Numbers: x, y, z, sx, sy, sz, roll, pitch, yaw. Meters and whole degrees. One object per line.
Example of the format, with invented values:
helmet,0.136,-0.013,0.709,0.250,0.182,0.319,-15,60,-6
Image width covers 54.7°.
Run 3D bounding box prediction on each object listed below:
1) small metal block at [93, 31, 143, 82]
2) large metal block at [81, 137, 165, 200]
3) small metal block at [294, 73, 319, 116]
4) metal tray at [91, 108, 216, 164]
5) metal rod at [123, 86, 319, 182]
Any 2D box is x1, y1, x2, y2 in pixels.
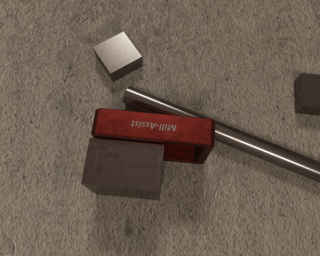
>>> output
small metal block,-0.060,-0.102,0.445,0.050,0.025,0.050,-31,73,-11
large metal block,-0.038,0.051,0.360,0.080,0.080,0.050,6,70,2
small metal block,0.216,-0.045,0.427,0.050,0.025,0.050,7,70,2
metal tray,-0.007,0.013,0.368,0.131,0.090,0.030,5,70,1
metal rod,0.093,0.011,0.405,0.301,0.025,0.025,22,72,7
